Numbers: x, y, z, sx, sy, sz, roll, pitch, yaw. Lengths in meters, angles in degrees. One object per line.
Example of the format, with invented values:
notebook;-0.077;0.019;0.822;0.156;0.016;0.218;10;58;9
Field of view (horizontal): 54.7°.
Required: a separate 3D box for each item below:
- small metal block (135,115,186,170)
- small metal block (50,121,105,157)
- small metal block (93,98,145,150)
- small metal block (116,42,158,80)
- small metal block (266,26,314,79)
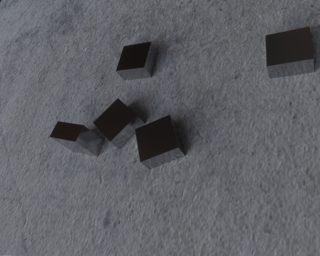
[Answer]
small metal block;0.000;0.018;0.392;0.050;0.025;0.050;-22;54;14
small metal block;-0.116;0.016;0.437;0.050;0.050;0.025;8;66;31
small metal block;-0.058;-0.006;0.437;0.050;0.025;0.050;-46;51;-4
small metal block;-0.035;-0.104;0.485;0.050;0.025;0.050;-1;61;27
small metal block;0.157;-0.091;0.377;0.050;0.025;0.050;-6;59;25
